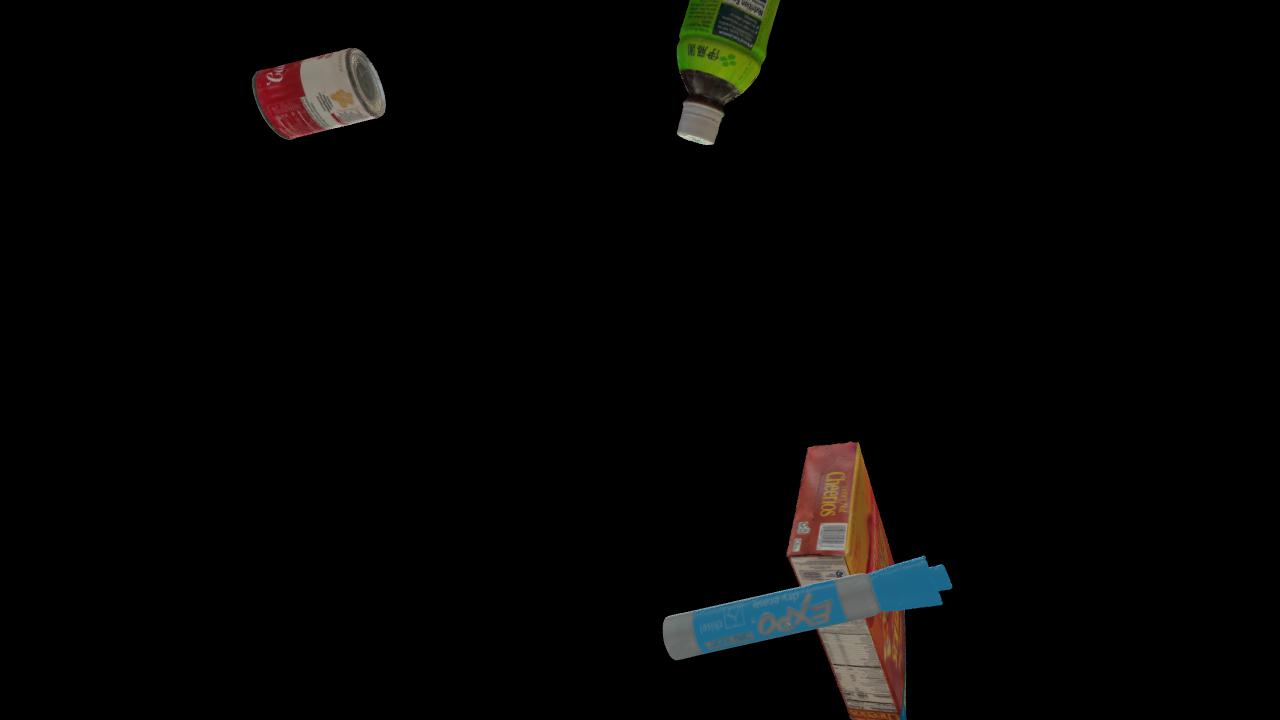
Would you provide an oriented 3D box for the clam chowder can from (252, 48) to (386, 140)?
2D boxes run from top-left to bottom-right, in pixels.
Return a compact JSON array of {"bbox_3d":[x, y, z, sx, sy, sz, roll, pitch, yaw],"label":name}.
[{"bbox_3d":[-0.321,-0.268,0.621,0.102,0.068,0.068,-11,-1,5],"label":"clam chowder can"}]

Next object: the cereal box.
[{"bbox_3d":[0.283,0.289,0.807,0.081,0.306,0.203,-11,25,29],"label":"cereal box"}]

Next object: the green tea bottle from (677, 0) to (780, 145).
[{"bbox_3d":[0.071,-0.270,0.457,0.073,0.212,0.073,17,11,-3],"label":"green tea bottle"}]

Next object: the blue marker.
[{"bbox_3d":[0.067,0.105,0.260,0.121,0.020,0.020,-21,-7,18],"label":"blue marker"}]
